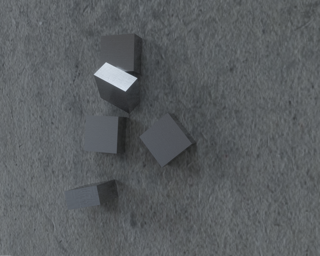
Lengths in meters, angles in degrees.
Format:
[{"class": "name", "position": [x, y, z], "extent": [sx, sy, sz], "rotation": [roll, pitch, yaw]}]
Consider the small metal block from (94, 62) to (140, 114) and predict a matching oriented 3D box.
[{"class": "small metal block", "position": [-0.056, -0.052, 0.411], "extent": [0.050, 0.050, 0.025], "rotation": [29, 64, 17]}]

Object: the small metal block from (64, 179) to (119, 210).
[{"class": "small metal block", "position": [-0.093, 0.091, 0.427], "extent": [0.050, 0.050, 0.025], "rotation": [-13, 86, 19]}]

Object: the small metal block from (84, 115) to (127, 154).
[{"class": "small metal block", "position": [-0.076, 0.008, 0.435], "extent": [0.050, 0.025, 0.050], "rotation": [3, 91, 19]}]

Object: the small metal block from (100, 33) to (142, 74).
[{"class": "small metal block", "position": [-0.054, -0.100, 0.427], "extent": [0.050, 0.025, 0.050], "rotation": [1, 90, 19]}]

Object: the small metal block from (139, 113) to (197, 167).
[{"class": "small metal block", "position": [0.010, 0.015, 0.405], "extent": [0.050, 0.025, 0.050], "rotation": [-40, 78, 15]}]
